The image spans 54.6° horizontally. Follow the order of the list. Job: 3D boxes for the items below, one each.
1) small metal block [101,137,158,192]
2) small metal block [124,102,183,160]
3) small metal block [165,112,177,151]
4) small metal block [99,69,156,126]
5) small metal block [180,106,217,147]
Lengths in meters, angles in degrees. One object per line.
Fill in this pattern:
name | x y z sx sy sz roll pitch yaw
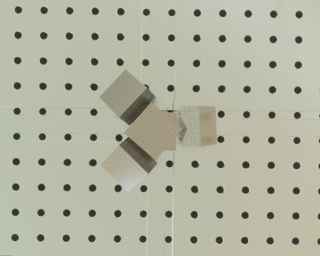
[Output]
small metal block | -0.040 0.047 0.400 0.050 0.025 0.050 45 127 0
small metal block | -0.008 0.004 0.388 0.050 0.025 0.050 41 89 -1
small metal block | -0.004 0.003 0.413 0.050 0.025 0.050 2 93 0
small metal block | -0.042 -0.040 0.401 0.050 0.025 0.050 -47 54 0
small metal block | 0.051 -0.002 0.398 0.025 0.050 0.050 -3 90 33
